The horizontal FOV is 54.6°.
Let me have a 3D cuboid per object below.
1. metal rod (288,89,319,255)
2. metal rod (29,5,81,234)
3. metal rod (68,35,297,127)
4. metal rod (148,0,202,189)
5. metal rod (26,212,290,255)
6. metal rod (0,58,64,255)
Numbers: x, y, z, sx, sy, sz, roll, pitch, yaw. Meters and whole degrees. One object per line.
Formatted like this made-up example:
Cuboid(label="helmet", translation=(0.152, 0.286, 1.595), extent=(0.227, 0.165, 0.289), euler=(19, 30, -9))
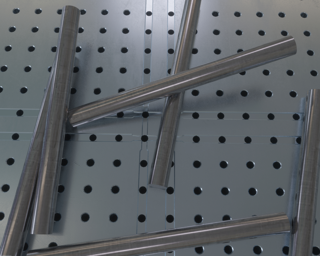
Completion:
Cuboid(label="metal rod", translation=(0.178, 0.088, 0.380), extent=(0.025, 0.025, 0.299), euler=(14, 70, 5))
Cuboid(label="metal rod", translation=(-0.132, -0.022, 0.399), extent=(0.025, 0.025, 0.299), euler=(2, 75, 1))
Cuboid(label="metal rod", translation=(0.024, -0.059, 0.404), extent=(0.301, 0.025, 0.025), euler=(-18, 71, 5))
Cuboid(label="metal rod", translation=(0.025, -0.065, 0.435), extent=(0.025, 0.025, 0.299), euler=(10, 70, 4))
Cuboid(label="metal rod", translation=(0.001, 0.133, 0.363), extent=(0.302, 0.025, 0.025), euler=(-8, 70, -3))
Cuboid(label="metal rod", translation=(-0.156, 0.025, 0.401), extent=(0.025, 0.025, 0.299), euler=(7, 70, 2))
